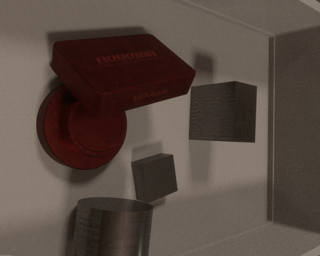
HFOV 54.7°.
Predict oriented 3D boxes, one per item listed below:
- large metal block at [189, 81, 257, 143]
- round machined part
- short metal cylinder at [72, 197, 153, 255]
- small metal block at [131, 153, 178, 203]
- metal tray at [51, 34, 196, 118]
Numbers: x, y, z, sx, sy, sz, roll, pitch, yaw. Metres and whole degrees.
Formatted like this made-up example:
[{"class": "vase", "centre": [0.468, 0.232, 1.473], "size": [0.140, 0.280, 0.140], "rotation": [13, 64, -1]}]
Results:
[{"class": "large metal block", "centre": [0.090, -0.021, 0.449], "size": [0.050, 0.080, 0.080], "rotation": [4, 88, -40]}, {"class": "round machined part", "centre": [-0.076, -0.004, 0.333], "size": [0.099, 0.042, 0.097], "rotation": [0, 90, -40]}, {"class": "short metal cylinder", "centre": [-0.050, 0.106, 0.331], "size": [0.081, 0.080, 0.050], "rotation": [10, 84, -40]}, {"class": "small metal block", "centre": [-0.007, 0.064, 0.403], "size": [0.050, 0.025, 0.050], "rotation": [-13, 99, -40]}, {"class": "metal tray", "centre": [-0.036, -0.063, 0.336], "size": [0.131, 0.090, 0.030], "rotation": [-19, 144, -39]}]
